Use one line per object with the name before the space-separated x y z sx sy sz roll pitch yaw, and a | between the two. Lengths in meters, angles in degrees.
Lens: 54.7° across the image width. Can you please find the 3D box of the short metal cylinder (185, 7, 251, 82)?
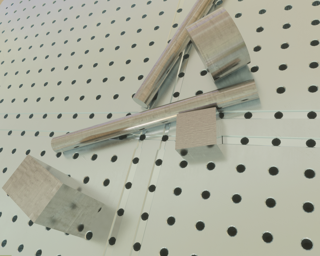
short metal cylinder | 0.074 -0.106 0.398 0.050 0.080 0.080 -28 52 10

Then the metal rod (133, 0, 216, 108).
metal rod | 0.048 -0.160 0.480 0.025 0.025 0.300 21 73 35

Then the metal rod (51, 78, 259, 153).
metal rod | -0.020 -0.011 0.423 0.301 0.025 0.025 -15 56 19

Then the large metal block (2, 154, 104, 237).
large metal block | -0.132 0.085 0.388 0.080 0.080 0.050 26 76 36

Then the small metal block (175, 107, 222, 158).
small metal block | 0.048 0.006 0.379 0.050 0.025 0.050 -9 58 23
